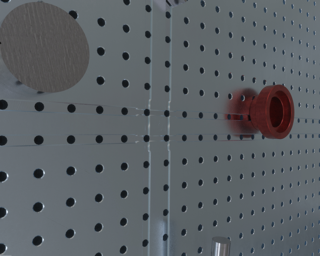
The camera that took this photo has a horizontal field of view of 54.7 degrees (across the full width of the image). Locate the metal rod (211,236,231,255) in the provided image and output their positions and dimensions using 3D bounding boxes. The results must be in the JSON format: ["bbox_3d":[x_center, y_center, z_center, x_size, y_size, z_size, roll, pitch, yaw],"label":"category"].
[{"bbox_3d":[0.072,0.301,0.426,0.025,0.025,0.298,3,92,-40],"label":"metal rod"}]

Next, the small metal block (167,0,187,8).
[{"bbox_3d":[0.022,-0.206,0.427,0.050,0.025,0.050,41,65,-32],"label":"small metal block"}]

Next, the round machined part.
[{"bbox_3d":[0.202,-0.029,0.567,0.099,0.042,0.097,0,90,-40],"label":"round machined part"}]

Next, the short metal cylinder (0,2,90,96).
[{"bbox_3d":[-0.116,-0.072,0.295,0.081,0.050,0.080,0,90,-40],"label":"short metal cylinder"}]
